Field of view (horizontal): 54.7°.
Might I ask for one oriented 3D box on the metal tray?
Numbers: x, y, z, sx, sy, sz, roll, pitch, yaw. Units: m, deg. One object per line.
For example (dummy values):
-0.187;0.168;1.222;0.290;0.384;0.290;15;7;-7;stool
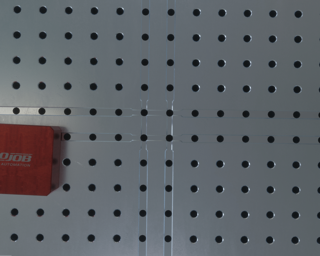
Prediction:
-0.203;0.039;0.409;0.131;0.030;0.089;3;90;0;metal tray
